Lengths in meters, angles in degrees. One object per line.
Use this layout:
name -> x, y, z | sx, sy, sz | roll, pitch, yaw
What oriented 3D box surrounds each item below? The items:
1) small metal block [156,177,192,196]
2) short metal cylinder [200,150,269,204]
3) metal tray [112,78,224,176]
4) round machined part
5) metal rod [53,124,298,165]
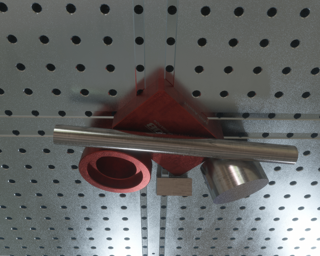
small metal block -> 0.020, 0.087, 0.469 | 0.050, 0.025, 0.050 | 2, 173, -3
short metal cylinder -> 0.103, 0.067, 0.434 | 0.081, 0.050, 0.080 | -15, 151, -8
metal tray -> 0.014, 0.005, 0.414 | 0.090, 0.030, 0.130 | -36, 122, 26
round machined part -> -0.060, 0.047, 0.433 | 0.099, 0.042, 0.097 | 3, 137, 3
metal rod -> 0.024, 0.021, 0.389 | 0.302, 0.025, 0.025 | 5, 130, -5
